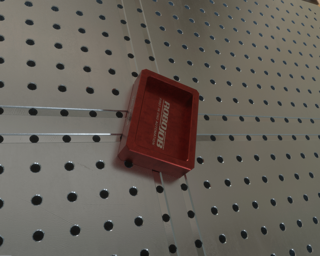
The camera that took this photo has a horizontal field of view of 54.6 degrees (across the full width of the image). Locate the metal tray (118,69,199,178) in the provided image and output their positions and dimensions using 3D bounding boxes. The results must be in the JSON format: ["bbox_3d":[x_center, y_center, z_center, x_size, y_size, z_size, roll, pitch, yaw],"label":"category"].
[{"bbox_3d":[0.003,-0.009,0.411,0.090,0.030,0.130,20,54,-17],"label":"metal tray"}]
